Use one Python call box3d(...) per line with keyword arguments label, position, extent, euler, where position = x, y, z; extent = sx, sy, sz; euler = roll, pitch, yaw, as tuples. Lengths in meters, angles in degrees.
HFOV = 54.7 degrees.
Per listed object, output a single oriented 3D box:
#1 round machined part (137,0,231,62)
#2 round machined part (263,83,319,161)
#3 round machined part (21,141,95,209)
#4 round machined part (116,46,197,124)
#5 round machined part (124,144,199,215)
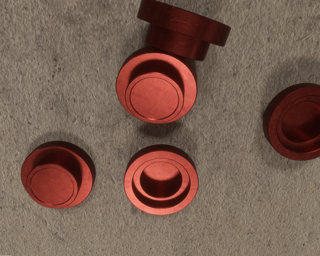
box3d(label="round machined part", position=(0.022, -0.103, 0.334), extent=(0.099, 0.098, 0.042), euler=(17, 109, -7))
box3d(label="round machined part", position=(0.181, -0.011, 0.399), extent=(0.099, 0.042, 0.097), euler=(0, 110, -1))
box3d(label="round machined part", position=(-0.142, 0.070, 0.425), extent=(0.099, 0.042, 0.097), euler=(0, 110, -1))
box3d(label="round machined part", position=(-0.005, -0.044, 0.372), extent=(0.099, 0.042, 0.097), euler=(3, 125, 4))
box3d(label="round machined part", position=(0.002, 0.066, 0.425), extent=(0.099, 0.042, 0.097), euler=(0, 110, -1))
